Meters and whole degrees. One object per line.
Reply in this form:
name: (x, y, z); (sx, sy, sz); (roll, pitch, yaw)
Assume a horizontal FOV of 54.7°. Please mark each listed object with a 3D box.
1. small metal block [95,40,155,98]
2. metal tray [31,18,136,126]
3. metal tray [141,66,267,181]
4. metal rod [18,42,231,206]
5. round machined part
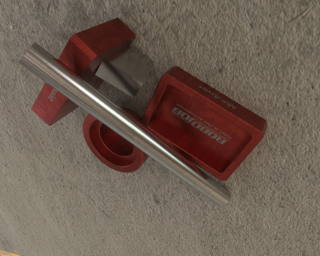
small metal block: (-0.039, -0.070, 0.362); (0.050, 0.050, 0.025); (31, 132, -10)
metal tray: (-0.092, -0.066, 0.371); (0.030, 0.090, 0.129); (45, 129, -3)
metal tray: (0.048, -0.004, 0.376); (0.130, 0.030, 0.089); (33, 129, 6)
metal rod: (-0.019, 0.013, 0.356); (0.301, 0.025, 0.025); (38, 133, -27)
round machined part: (-0.054, 0.010, 0.426); (0.098, 0.042, 0.097); (18, 131, 23)
